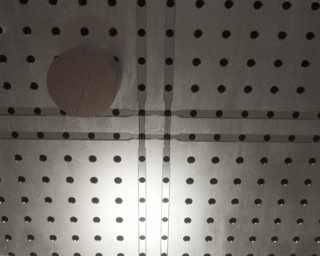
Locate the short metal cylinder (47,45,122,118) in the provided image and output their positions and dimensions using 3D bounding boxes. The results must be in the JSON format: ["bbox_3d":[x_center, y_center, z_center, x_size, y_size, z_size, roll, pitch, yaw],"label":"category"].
[{"bbox_3d":[-0.089,-0.058,0.377,0.081,0.050,0.079,0,110,-1],"label":"short metal cylinder"}]
